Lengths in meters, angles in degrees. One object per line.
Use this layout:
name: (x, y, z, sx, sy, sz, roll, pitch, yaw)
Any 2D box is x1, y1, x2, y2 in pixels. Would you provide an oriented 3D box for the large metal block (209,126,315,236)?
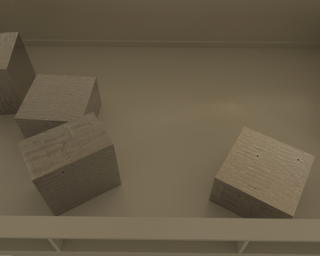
large metal block: (0.111, 0.056, 0.342, 0.080, 0.050, 0.080, 25, 54, 20)

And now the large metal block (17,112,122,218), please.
large metal block: (-0.093, 0.040, 0.335, 0.081, 0.080, 0.050, -25, 54, -19)

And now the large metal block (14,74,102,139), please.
large metal block: (-0.128, -0.024, 0.408, 0.080, 0.050, 0.080, 4, 50, 3)

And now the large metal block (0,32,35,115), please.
large metal block: (-0.216, -0.075, 0.431, 0.050, 0.080, 0.080, -5, 50, -4)
